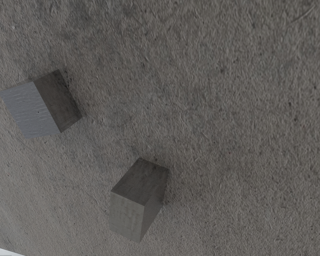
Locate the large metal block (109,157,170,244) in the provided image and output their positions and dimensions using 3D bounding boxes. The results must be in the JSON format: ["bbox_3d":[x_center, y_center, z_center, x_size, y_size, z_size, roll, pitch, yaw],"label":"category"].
[{"bbox_3d":[-0.030,0.104,0.452,0.050,0.080,0.079,20,126,16],"label":"large metal block"}]

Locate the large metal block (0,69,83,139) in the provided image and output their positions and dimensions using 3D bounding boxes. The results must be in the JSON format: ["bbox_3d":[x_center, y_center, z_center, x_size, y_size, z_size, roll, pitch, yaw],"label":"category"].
[{"bbox_3d":[-0.177,-0.034,0.463,0.080,0.050,0.080,-8,115,32],"label":"large metal block"}]
